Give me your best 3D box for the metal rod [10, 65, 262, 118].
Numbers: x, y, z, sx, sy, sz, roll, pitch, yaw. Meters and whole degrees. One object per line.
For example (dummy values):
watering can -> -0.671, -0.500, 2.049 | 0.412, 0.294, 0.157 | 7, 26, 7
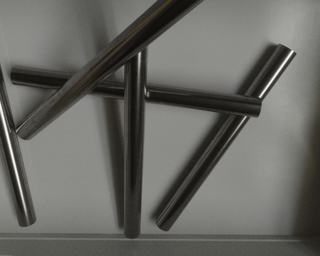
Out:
metal rod -> -0.030, -0.045, 0.380 | 0.302, 0.025, 0.025 | 8, 110, 2

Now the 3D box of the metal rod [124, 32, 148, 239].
metal rod -> -0.033, 0.030, 0.394 | 0.025, 0.025, 0.298 | 3, 121, -1

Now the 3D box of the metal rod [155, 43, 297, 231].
metal rod -> 0.080, 0.025, 0.420 | 0.025, 0.025, 0.298 | 29, 107, -10

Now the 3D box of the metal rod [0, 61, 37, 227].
metal rod -> -0.205, 0.000, 0.409 | 0.025, 0.025, 0.298 | -3, 110, 1

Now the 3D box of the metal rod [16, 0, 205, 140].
metal rod -> -0.072, -0.057, 0.330 | 0.299, 0.025, 0.025 | -30, 109, 34
